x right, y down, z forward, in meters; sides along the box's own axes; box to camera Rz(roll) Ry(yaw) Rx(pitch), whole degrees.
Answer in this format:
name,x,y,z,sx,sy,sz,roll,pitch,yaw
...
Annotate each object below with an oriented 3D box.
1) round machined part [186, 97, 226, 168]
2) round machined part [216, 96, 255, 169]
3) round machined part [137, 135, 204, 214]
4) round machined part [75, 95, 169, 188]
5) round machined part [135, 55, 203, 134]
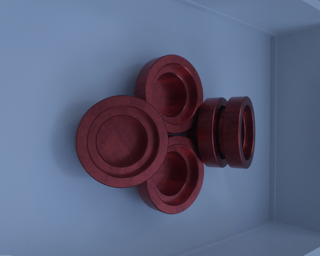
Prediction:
name,x,y,z,sx,sy,sz,roll,pitch,yaw
round machined part,0.070,0.006,0.438,0.098,0.042,0.097,2,87,-62
round machined part,0.100,0.006,0.426,0.098,0.042,0.097,0,90,-62
round machined part,0.008,0.057,0.400,0.099,0.042,0.097,0,90,-40
round machined part,-0.044,0.014,0.343,0.099,0.042,0.097,0,90,-19
round machined part,0.007,-0.042,0.398,0.099,0.042,0.097,0,90,-40
